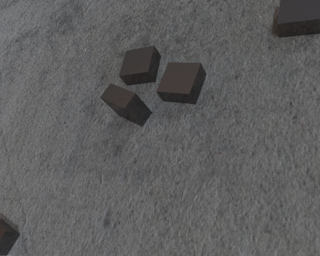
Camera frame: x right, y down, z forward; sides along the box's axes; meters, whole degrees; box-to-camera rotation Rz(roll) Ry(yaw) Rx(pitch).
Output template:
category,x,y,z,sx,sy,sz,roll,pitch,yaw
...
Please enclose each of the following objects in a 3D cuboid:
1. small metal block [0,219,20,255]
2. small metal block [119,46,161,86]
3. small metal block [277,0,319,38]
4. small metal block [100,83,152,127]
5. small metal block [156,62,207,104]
category,x,y,z,sx,sy,sz,roll,pitch,yaw
small metal block,-0.230,0.156,0.426,0.050,0.025,0.050,18,71,34
small metal block,-0.030,-0.096,0.477,0.050,0.025,0.050,-3,60,26
small metal block,0.181,-0.147,0.398,0.050,0.025,0.050,2,63,29
small metal block,-0.046,-0.032,0.430,0.050,0.050,0.025,25,75,36
small metal block,0.030,-0.062,0.425,0.050,0.025,0.050,8,66,31
